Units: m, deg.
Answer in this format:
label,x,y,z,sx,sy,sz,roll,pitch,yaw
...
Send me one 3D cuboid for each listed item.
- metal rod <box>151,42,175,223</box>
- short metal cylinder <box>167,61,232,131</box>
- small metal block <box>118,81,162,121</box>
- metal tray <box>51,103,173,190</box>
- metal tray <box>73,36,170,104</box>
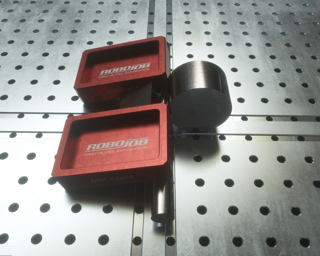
label,x,y,z,sx,sy,sz,roll,pitch,yaw
metal rod,0.004,-0.020,0.419,0.025,0.025,0.300,0,50,0
short metal cylinder,0.049,-0.040,0.401,0.081,0.080,0.050,0,50,0
small metal block,-0.026,-0.029,0.413,0.050,0.025,0.050,-21,45,24
metal tray,-0.052,0.021,0.364,0.131,0.030,0.090,-8,50,9
metal tray,-0.053,-0.086,0.454,0.131,0.030,0.090,-8,49,9
